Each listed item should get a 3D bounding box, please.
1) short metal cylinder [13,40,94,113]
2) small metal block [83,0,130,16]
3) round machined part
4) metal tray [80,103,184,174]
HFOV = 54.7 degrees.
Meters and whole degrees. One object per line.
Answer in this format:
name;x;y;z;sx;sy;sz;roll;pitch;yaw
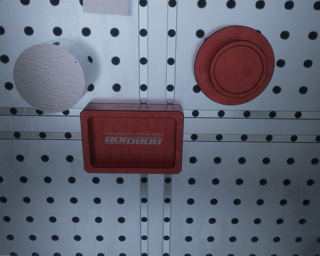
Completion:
short metal cylinder;-0.126;-0.064;0.375;0.081;0.050;0.079;0;110;0
small metal block;-0.060;-0.157;0.355;0.050;0.025;0.050;4;110;-2
round machined part;0.091;-0.074;0.378;0.099;0.042;0.097;0;110;0
metal tray;-0.036;0.015;0.415;0.131;0.030;0.089;1;110;-1
